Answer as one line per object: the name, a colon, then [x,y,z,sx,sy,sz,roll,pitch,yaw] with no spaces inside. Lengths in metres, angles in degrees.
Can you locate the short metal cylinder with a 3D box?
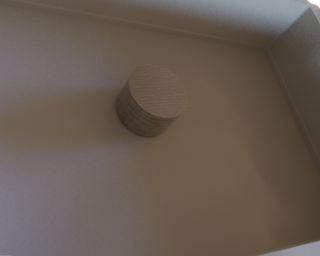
short metal cylinder: [-0.011,-0.035,0.402,0.081,0.050,0.080,13,56,-21]
